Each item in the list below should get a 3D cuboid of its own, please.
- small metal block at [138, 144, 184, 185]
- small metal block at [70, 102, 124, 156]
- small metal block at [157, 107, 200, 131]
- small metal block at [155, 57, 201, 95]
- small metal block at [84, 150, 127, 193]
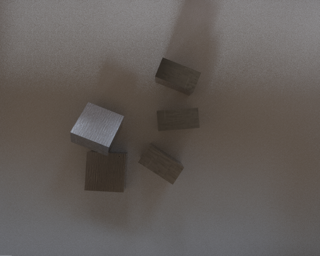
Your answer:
[{"bbox_3d":[0.001,0.044,0.399,0.050,0.050,0.025,33,90,-1],"label":"small metal block"},{"bbox_3d":[-0.080,0.001,0.399,0.050,0.025,0.050,22,56,-1],"label":"small metal block"},{"bbox_3d":[0.022,-0.011,0.399,0.050,0.050,0.025,-5,90,-1],"label":"small metal block"},{"bbox_3d":[0.022,-0.065,0.399,0.050,0.050,0.025,22,90,-1],"label":"small metal block"},{"bbox_3d":[-0.071,0.057,0.411,0.050,0.025,0.050,3,90,-1],"label":"small metal block"}]
